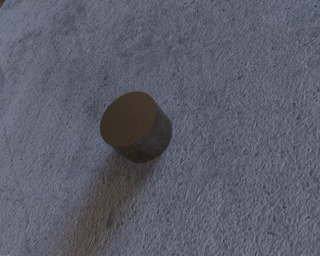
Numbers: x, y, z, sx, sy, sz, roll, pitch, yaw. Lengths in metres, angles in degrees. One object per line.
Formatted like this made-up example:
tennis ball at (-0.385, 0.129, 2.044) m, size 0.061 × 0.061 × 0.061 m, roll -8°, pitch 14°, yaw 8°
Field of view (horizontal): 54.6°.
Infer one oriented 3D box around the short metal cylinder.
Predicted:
short metal cylinder at (-0.030, -0.001, 0.405) m, size 0.080 × 0.050 × 0.080 m, roll -13°, pitch 56°, yaw 21°
